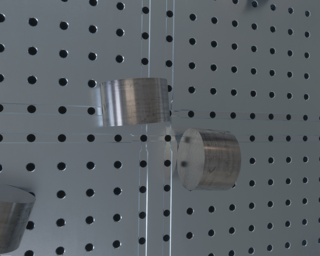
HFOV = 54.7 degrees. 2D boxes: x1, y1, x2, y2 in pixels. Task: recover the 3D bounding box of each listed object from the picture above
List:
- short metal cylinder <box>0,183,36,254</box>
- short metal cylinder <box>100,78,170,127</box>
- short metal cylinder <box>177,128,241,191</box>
[{"bbox_3d":[-0.177,0.088,0.318,0.081,0.080,0.050,19,84,-19],"label":"short metal cylinder"},{"bbox_3d":[-0.029,-0.030,0.372,0.081,0.080,0.050,-5,92,-20],"label":"short metal cylinder"},{"bbox_3d":[0.062,0.041,0.406,0.050,0.080,0.080,5,88,-20],"label":"short metal cylinder"}]
